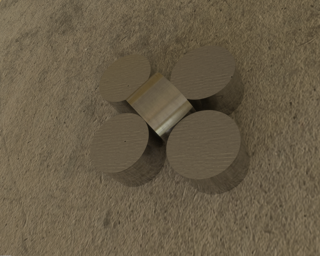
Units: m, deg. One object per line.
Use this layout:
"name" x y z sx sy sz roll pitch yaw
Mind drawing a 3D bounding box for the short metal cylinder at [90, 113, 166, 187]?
"short metal cylinder" -0.039 0.028 0.390 0.080 0.050 0.080 -13 56 20

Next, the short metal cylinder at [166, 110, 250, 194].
"short metal cylinder" 0.054 0.027 0.342 0.080 0.050 0.080 -13 56 20

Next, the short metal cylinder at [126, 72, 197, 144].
"short metal cylinder" 0.004 -0.022 0.381 0.050 0.080 0.080 -43 51 -1

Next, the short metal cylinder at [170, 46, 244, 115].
"short metal cylinder" 0.060 -0.056 0.389 0.080 0.050 0.080 -13 56 20

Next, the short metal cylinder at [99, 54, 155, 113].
"short metal cylinder" -0.039 -0.058 0.442 0.080 0.050 0.080 -13 56 20
